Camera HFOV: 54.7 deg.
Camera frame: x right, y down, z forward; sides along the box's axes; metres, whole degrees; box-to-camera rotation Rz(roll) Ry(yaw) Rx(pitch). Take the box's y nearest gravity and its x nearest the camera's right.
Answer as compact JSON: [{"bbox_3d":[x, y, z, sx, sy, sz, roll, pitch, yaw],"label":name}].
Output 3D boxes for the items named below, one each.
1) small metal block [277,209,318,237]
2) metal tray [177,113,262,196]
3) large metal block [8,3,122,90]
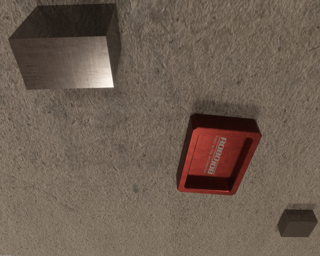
[{"bbox_3d":[0.247,0.172,0.558,0.050,0.025,0.050,1,130,-2],"label":"small metal block"},{"bbox_3d":[0.078,0.042,0.440,0.091,0.030,0.129,5,130,-5],"label":"metal tray"},{"bbox_3d":[-0.084,-0.081,0.301,0.081,0.080,0.050,-2,130,1],"label":"large metal block"}]
